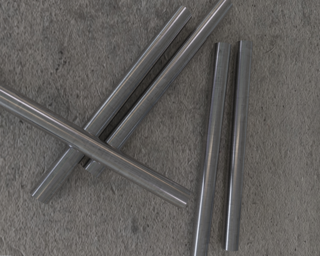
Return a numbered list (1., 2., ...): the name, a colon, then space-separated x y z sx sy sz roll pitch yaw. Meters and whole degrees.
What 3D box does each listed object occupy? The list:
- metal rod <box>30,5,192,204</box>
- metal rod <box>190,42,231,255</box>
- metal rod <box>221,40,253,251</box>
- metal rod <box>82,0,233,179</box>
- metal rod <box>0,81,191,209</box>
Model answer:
1. metal rod: -0.053 -0.038 0.389 0.025 0.025 0.300 39 77 -16
2. metal rod: 0.071 0.030 0.435 0.025 0.025 0.298 8 87 -20
3. metal rod: 0.112 0.024 0.450 0.025 0.025 0.298 5 88 -20
4. metal rod: 0.004 -0.062 0.410 0.025 0.025 0.300 41 77 -16
5. metal rod: -0.098 0.008 0.347 0.301 0.025 0.025 31 80 -8
